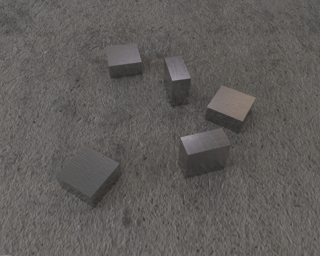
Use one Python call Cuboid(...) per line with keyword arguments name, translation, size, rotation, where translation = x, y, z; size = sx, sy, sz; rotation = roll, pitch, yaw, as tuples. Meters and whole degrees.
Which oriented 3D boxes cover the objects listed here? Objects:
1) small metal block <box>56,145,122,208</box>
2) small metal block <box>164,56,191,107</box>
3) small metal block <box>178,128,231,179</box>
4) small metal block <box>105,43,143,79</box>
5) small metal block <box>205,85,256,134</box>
Cuboid(name="small metal block", translation=(-0.081, 0.055, 0.356), size=(0.050, 0.025, 0.050), rotation=(25, 54, 20))
Cuboid(name="small metal block", translation=(0.023, -0.067, 0.443), size=(0.025, 0.050, 0.050), rotation=(-9, 51, -8))
Cuboid(name="small metal block", translation=(0.050, 0.030, 0.362), size=(0.050, 0.050, 0.025), rotation=(-13, 51, -10))
Cuboid(name="small metal block", translation=(-0.058, -0.107, 0.493), size=(0.050, 0.025, 0.050), rotation=(-10, 51, -8))
Cuboid(name="small metal block", translation=(0.097, -0.027, 0.426), size=(0.050, 0.025, 0.050), rotation=(24, 54, 19))
